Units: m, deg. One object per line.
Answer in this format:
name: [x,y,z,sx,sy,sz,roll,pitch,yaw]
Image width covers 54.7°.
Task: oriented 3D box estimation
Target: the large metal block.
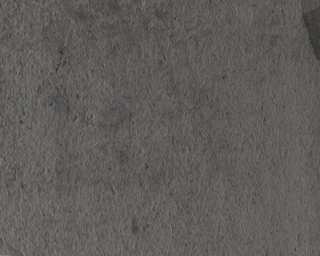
large metal block: [0.291,-0.165,0.502,0.081,0.050,0.080,-25,99,-18]
